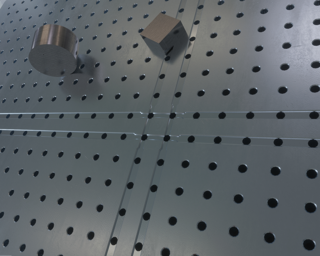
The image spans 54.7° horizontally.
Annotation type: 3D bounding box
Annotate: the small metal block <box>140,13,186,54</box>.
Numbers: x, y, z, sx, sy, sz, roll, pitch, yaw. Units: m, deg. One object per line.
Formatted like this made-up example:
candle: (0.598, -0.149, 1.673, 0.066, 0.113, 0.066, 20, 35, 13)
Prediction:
small metal block: (0.005, -0.154, 0.500, 0.050, 0.025, 0.050, -48, 51, -6)

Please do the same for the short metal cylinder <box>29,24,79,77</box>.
short metal cylinder: (-0.189, -0.137, 0.556, 0.080, 0.080, 0.050, -16, 55, 19)
